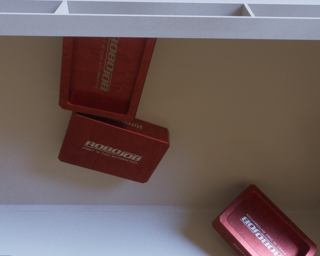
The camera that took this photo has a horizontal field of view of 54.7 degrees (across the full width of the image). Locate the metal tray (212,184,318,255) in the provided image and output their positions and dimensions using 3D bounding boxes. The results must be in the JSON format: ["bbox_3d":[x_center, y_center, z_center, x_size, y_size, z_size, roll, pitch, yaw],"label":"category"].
[{"bbox_3d":[0.154,0.160,0.459,0.130,0.091,0.030,46,149,16],"label":"metal tray"}]

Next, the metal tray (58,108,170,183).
[{"bbox_3d":[-0.063,0.023,0.425,0.131,0.030,0.089,18,128,-15],"label":"metal tray"}]

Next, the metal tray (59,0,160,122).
[{"bbox_3d":[-0.060,-0.071,0.344,0.091,0.030,0.129,11,129,-10],"label":"metal tray"}]
